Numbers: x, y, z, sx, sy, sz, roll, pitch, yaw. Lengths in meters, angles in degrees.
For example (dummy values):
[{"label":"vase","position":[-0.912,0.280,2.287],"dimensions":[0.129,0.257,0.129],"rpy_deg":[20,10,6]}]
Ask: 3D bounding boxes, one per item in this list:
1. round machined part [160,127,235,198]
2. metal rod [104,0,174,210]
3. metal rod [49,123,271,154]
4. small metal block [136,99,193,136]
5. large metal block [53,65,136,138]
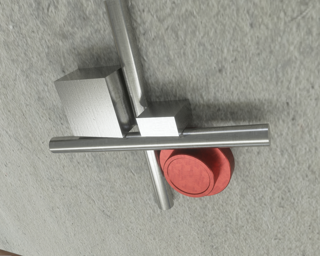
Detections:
[{"label":"round machined part","position":[0.044,0.051,0.404],"dimensions":[0.098,0.042,0.097],"rpy_deg":[13,124,20]},{"label":"metal rod","position":[-0.021,-0.013,0.409],"dimensions":[0.025,0.025,0.298],"rpy_deg":[1,119,27]},{"label":"metal rod","position":[-0.019,0.016,0.395],"dimensions":[0.301,0.025,0.025],"rpy_deg":[-4,117,25]},{"label":"small metal block","position":[0.007,-0.013,0.379],"dimensions":[0.050,0.050,0.025],"rpy_deg":[-1,118,28]},{"label":"large metal block","position":[-0.080,-0.035,0.410],"dimensions":[0.080,0.050,0.079],"rpy_deg":[1,119,27]}]
